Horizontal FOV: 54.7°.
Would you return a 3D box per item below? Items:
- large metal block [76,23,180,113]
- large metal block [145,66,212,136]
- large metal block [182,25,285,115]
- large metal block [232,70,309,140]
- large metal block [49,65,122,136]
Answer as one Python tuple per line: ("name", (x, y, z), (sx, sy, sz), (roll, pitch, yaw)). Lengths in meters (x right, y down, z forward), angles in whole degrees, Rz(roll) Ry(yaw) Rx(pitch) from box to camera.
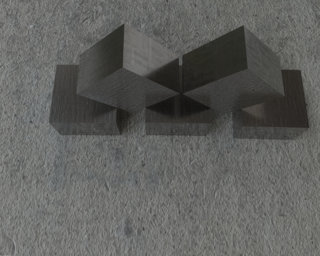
("large metal block", (-0.035, -0.061, 0.349), (0.080, 0.080, 0.050), (18, 63, -42))
("large metal block", (0.023, -0.035, 0.409), (0.081, 0.050, 0.080), (1, 70, 0))
("large metal block", (0.082, -0.060, 0.352), (0.080, 0.080, 0.050), (-18, 63, 41))
("large metal block", (0.140, -0.030, 0.409), (0.081, 0.050, 0.080), (1, 70, 0))
("large metal block", (-0.093, -0.035, 0.408), (0.081, 0.050, 0.080), (0, 70, 0))
